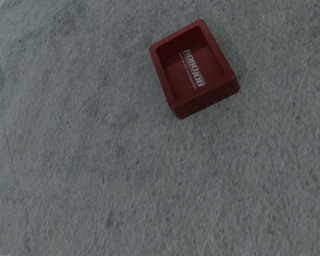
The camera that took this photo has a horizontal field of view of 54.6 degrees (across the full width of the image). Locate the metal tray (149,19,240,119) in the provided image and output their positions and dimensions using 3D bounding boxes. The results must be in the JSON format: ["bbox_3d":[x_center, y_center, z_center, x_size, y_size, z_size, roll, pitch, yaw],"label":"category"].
[{"bbox_3d":[0.043,-0.085,0.430,0.090,0.030,0.130,-26,52,12],"label":"metal tray"}]
